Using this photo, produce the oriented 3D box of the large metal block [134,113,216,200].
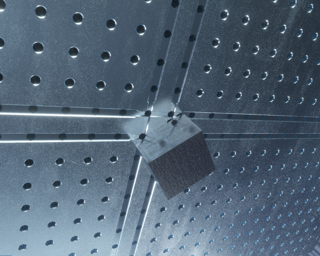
[{"bbox_3d":[0.022,0.040,0.431,0.080,0.050,0.080,-31,129,-8],"label":"large metal block"}]
